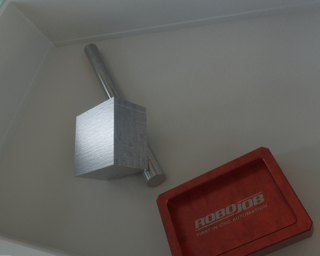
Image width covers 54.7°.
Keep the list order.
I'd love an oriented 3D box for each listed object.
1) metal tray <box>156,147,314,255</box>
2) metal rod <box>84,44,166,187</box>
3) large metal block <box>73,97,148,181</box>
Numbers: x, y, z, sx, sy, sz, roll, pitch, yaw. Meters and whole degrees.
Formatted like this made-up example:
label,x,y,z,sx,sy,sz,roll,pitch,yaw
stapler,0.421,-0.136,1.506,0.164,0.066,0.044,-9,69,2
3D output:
label,x,y,z,sx,sy,sz,roll,pitch,yaw
metal tray,0.069,0.087,0.312,0.130,0.030,0.090,-27,52,10
metal rod,-0.064,-0.039,0.460,0.025,0.025,0.300,-35,52,5
large metal block,-0.062,0.017,0.385,0.080,0.050,0.080,-21,63,40
